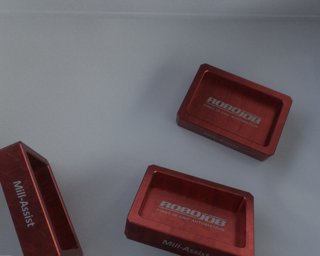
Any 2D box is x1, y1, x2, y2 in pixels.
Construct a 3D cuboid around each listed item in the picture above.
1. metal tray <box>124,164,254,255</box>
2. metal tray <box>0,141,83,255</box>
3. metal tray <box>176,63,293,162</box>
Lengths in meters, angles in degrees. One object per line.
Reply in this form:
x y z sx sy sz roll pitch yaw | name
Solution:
0.036 0.097 0.347 0.131 0.030 0.090 16 36 5 | metal tray
-0.132 0.087 0.341 0.030 0.090 0.130 -25 72 -9 | metal tray
0.098 -0.022 0.416 0.130 0.030 0.090 24 71 8 | metal tray
